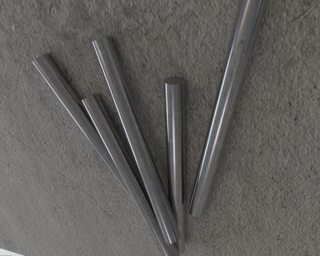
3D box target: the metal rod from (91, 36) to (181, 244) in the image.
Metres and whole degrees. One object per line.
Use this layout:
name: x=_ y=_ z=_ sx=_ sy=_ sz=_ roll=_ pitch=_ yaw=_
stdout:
metal rod: x=-0.027 y=0.027 z=0.419 sx=0.025 sy=0.025 sz=0.298 roll=-8 pitch=109 yaw=32

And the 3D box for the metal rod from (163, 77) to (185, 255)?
metal rod: x=0.023 y=0.072 z=0.439 sx=0.025 sy=0.025 sz=0.298 roll=11 pitch=123 yaw=22

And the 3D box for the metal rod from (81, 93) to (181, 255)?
metal rod: x=-0.035 y=0.088 z=0.461 sx=0.025 sy=0.025 sz=0.299 roll=-17 pitch=104 yaw=35

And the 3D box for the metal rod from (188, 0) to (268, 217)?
metal rod: x=0.070 y=-0.001 z=0.368 sx=0.025 sy=0.025 sz=0.298 roll=20 pitch=126 yaw=16

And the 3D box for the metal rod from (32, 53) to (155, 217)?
metal rod: x=-0.089 y=0.024 z=0.468 sx=0.025 sy=0.025 sz=0.299 roll=-24 pitch=106 yaw=36
